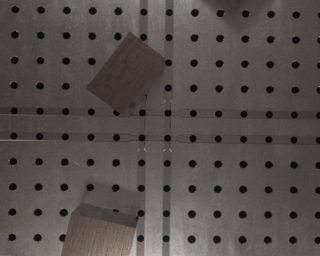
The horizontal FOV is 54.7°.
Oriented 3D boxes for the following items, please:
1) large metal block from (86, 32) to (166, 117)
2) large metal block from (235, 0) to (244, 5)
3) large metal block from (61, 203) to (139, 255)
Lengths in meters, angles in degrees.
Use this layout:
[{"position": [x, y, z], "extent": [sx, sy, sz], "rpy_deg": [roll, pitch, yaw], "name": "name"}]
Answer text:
[{"position": [-0.038, -0.061, 0.385], "extent": [0.050, 0.080, 0.080], "rpy_deg": [37, 90, -1], "name": "large metal block"}, {"position": [0.109, -0.225, 0.402], "extent": [0.080, 0.050, 0.080], "rpy_deg": [43, 90, -1], "name": "large metal block"}, {"position": [-0.078, 0.151, 0.400], "extent": [0.080, 0.050, 0.080], "rpy_deg": [14, 90, -1], "name": "large metal block"}]
